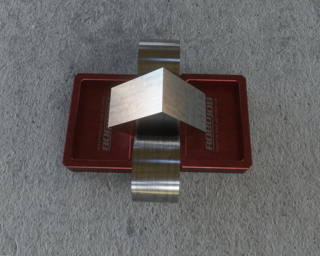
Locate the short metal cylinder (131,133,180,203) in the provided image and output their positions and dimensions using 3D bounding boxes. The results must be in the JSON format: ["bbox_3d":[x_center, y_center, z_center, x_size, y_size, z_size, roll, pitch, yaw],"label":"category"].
[{"bbox_3d":[-0.004,0.047,0.363,0.050,0.080,0.080,2,70,1],"label":"short metal cylinder"}]

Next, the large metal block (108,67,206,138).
[{"bbox_3d":[-0.002,-0.021,0.366,0.080,0.080,0.050,-14,65,38],"label":"large metal block"}]

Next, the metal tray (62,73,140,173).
[{"bbox_3d":[-0.072,-0.008,0.409,0.091,0.030,0.130,2,70,0],"label":"metal tray"}]

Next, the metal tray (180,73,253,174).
[{"bbox_3d":[0.069,-0.007,0.410,0.091,0.030,0.130,2,70,0],"label":"metal tray"}]

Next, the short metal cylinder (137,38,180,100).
[{"bbox_3d":[-0.001,-0.076,0.408,0.050,0.080,0.080,2,70,1],"label":"short metal cylinder"}]
